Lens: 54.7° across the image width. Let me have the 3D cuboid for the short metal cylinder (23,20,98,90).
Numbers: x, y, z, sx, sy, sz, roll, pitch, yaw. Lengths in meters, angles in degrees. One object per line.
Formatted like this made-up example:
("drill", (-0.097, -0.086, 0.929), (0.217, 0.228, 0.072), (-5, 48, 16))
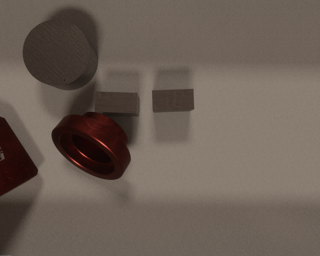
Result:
("short metal cylinder", (-0.125, -0.091, 0.397), (0.081, 0.050, 0.079), (0, 90, -1))

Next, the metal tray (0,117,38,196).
("metal tray", (-0.223, 0.049, 0.359), (0.030, 0.131, 0.090), (-30, 93, 38))

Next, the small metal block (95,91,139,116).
("small metal block", (-0.053, -0.030, 0.398), (0.050, 0.050, 0.025), (2, 88, -1))

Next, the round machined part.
("round machined part", (-0.079, 0.018, 0.384), (0.098, 0.097, 0.042), (30, 55, -1))

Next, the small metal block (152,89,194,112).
("small metal block", (0.016, -0.034, 0.399), (0.050, 0.050, 0.025), (-2, 90, -1))
